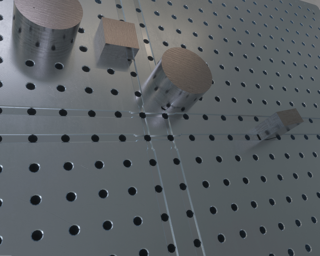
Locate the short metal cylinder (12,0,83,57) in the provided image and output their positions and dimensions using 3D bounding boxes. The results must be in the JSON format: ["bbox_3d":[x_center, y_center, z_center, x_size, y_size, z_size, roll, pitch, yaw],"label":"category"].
[{"bbox_3d":[-0.145,-0.140,0.399,0.081,0.050,0.080,14,56,-21],"label":"short metal cylinder"}]

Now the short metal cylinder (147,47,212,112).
[{"bbox_3d":[0.028,-0.069,0.450,0.081,0.050,0.080,13,56,-21],"label":"short metal cylinder"}]

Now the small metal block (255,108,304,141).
[{"bbox_3d":[0.192,-0.006,0.499,0.050,0.050,0.025,-10,67,-33],"label":"small metal block"}]

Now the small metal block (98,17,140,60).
[{"bbox_3d":[-0.062,-0.131,0.455,0.050,0.025,0.050,3,61,-27],"label":"small metal block"}]
